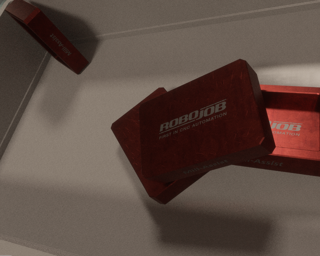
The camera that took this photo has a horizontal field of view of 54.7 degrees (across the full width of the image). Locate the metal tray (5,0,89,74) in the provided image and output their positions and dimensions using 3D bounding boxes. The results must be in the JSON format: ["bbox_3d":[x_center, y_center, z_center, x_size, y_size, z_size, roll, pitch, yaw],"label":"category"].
[{"bbox_3d":[-0.190,-0.155,0.530,0.090,0.130,0.030,34,81,38],"label":"metal tray"}]

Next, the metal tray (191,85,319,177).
[{"bbox_3d":[0.106,-0.003,0.325,0.130,0.030,0.090,6,55,20],"label":"metal tray"}]

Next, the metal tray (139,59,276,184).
[{"bbox_3d":[0.039,-0.003,0.314,0.130,0.030,0.090,-21,58,30],"label":"metal tray"}]

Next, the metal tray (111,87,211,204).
[{"bbox_3d":[0.002,0.017,0.389,0.090,0.030,0.130,-38,51,2],"label":"metal tray"}]
